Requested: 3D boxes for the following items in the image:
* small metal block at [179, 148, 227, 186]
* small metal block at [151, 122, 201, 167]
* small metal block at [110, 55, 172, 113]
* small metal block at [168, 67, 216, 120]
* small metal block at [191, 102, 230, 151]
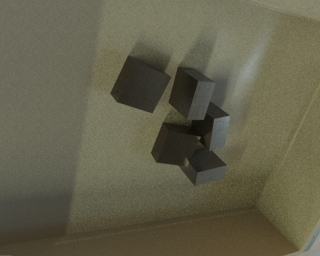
[{"bbox_3d":[0.063,0.057,0.464,0.050,0.050,0.025,-10,123,-24],"label":"small metal block"},{"bbox_3d":[0.022,0.024,0.433,0.050,0.025,0.050,11,113,-26],"label":"small metal block"},{"bbox_3d":[-0.023,-0.050,0.366,0.050,0.025,0.050,16,110,-35],"label":"small metal block"},{"bbox_3d":[0.039,-0.044,0.388,0.025,0.050,0.050,0,119,-29],"label":"small metal block"},{"bbox_3d":[0.068,-0.004,0.429,0.025,0.050,0.050,-12,124,-23],"label":"small metal block"}]
